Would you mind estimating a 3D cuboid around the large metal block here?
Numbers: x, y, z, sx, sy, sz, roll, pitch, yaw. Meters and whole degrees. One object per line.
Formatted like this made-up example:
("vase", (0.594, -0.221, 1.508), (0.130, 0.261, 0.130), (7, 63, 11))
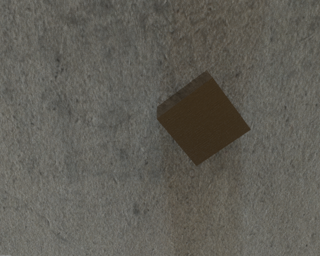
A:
("large metal block", (0.053, -0.013, 0.392), (0.080, 0.050, 0.080), (-36, 106, 12))
